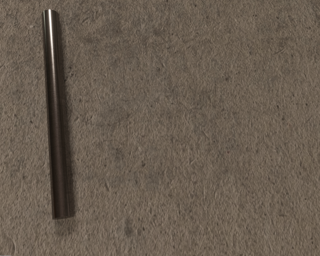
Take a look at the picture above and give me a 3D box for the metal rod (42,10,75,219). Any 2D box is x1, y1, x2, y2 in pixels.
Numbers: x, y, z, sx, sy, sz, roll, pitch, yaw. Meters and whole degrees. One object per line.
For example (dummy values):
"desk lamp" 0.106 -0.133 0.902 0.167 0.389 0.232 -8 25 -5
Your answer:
"metal rod" -0.140 -0.032 0.418 0.025 0.025 0.299 -9 70 -4
